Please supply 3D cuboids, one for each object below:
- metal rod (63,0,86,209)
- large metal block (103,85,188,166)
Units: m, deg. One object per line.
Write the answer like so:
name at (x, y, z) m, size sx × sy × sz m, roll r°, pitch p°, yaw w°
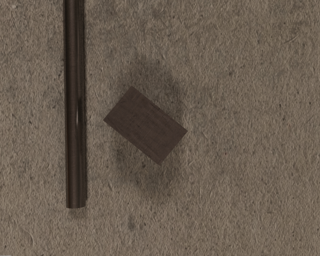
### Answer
metal rod at (-0.113, -0.046, 0.408) m, size 0.025 × 0.025 × 0.298 m, roll -1°, pitch 90°, yaw -1°
large metal block at (-0.016, -0.003, 0.382) m, size 0.080 × 0.080 × 0.050 m, roll 39°, pitch 90°, yaw -1°
